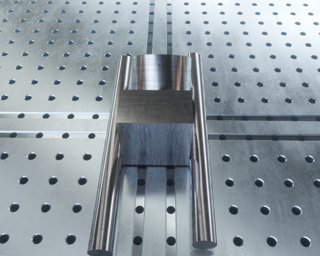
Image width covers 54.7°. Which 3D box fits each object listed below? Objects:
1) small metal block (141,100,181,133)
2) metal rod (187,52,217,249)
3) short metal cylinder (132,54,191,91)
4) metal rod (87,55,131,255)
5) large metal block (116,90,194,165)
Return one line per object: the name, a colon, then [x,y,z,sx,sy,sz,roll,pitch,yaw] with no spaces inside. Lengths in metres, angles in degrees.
small metal block: [0.001,-0.017,0.405,0.050,0.050,0.025,1,50,0]
metal rod: [0.050,0.002,0.406,0.025,0.025,0.300,2,50,1]
short metal cylinder: [0.002,-0.070,0.422,0.081,0.050,0.080,1,6,0]
metal rod: [-0.057,0.008,0.400,0.025,0.025,0.300,1,50,0]
large metal block: [-0.005,0.001,0.368,0.081,0.080,0.050,1,50,0]
